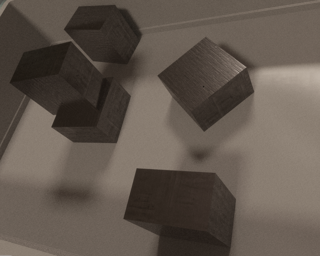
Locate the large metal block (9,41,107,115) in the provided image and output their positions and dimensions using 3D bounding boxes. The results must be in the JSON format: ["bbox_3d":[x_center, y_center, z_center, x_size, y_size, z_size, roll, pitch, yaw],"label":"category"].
[{"bbox_3d":[-0.131,-0.062,0.411,0.080,0.080,0.050,-4,60,26],"label":"large metal block"}]

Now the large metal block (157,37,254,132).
[{"bbox_3d":[0.057,-0.056,0.393,0.080,0.050,0.080,-39,51,1],"label":"large metal block"}]

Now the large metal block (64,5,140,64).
[{"bbox_3d":[-0.094,-0.153,0.512,0.080,0.080,0.050,12,68,33],"label":"large metal block"}]

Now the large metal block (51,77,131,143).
[{"bbox_3d":[-0.099,-0.025,0.455,0.080,0.050,0.080,-1,61,27],"label":"large metal block"}]

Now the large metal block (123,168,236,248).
[{"bbox_3d":[0.024,0.080,0.308,0.080,0.080,0.050,-1,62,27],"label":"large metal block"}]
